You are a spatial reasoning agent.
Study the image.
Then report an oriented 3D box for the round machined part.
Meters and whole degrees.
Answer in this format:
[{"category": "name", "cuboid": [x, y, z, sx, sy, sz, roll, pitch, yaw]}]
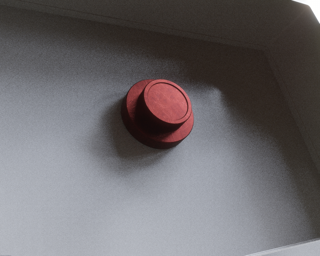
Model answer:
[{"category": "round machined part", "cuboid": [0.002, -0.025, 0.407, 0.099, 0.042, 0.098, 13, 56, -21]}]
